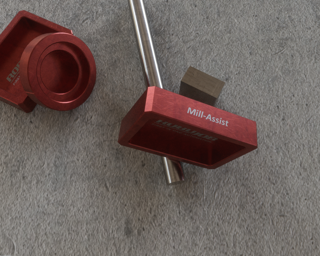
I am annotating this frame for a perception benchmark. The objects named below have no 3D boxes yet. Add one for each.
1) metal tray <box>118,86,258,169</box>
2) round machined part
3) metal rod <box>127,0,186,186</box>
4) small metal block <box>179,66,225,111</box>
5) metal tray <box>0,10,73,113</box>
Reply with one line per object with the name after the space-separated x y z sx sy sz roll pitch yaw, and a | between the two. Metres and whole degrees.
0.029 0.006 0.346 0.131 0.090 0.030 17 60 -19 | metal tray
-0.135 -0.073 0.403 0.042 0.098 0.098 12 67 39 | round machined part
-0.010 -0.070 0.433 0.025 0.025 0.299 -11 70 -4 | metal rod
0.054 -0.050 0.414 0.050 0.050 0.025 27 72 9 | small metal block
-0.190 -0.096 0.438 0.090 0.030 0.130 25 72 8 | metal tray
